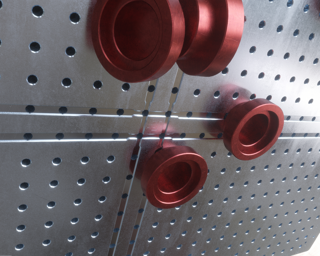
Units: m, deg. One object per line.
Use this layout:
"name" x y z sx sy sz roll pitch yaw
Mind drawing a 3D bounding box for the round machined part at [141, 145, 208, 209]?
"round machined part" 0.017 0.067 0.453 0.099 0.042 0.097 -14 125 -21

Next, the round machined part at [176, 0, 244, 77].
"round machined part" 0.037 -0.104 0.321 0.042 0.098 0.097 0 119 -29

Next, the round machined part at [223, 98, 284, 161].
"round machined part" 0.138 -0.002 0.477 0.099 0.042 0.097 -14 125 -21

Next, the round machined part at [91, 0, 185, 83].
"round machined part" -0.018 -0.095 0.305 0.042 0.098 0.097 -19 132 -54
